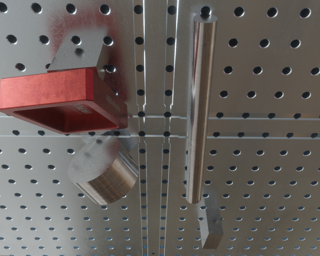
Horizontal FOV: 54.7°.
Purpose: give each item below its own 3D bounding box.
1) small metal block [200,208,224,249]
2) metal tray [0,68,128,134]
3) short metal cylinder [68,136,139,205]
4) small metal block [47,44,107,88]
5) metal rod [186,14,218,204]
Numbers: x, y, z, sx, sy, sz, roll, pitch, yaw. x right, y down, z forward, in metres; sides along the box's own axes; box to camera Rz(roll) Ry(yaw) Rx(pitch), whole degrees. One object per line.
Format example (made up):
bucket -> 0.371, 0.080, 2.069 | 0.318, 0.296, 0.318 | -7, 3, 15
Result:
small metal block -> 0.090, 0.179, 0.549 | 0.025, 0.050, 0.050 | 5, 130, -5
metal tray -> -0.094, -0.022, 0.337 | 0.090, 0.030, 0.130 | -6, 168, 8
short metal cylinder -> -0.077, 0.056, 0.423 | 0.080, 0.080, 0.050 | -21, 127, 16
small metal block -> -0.088, -0.066, 0.338 | 0.050, 0.050, 0.025 | -4, 130, 3
metal rod -> 0.051, 0.001, 0.413 | 0.025, 0.025, 0.298 | -2, 130, 1
